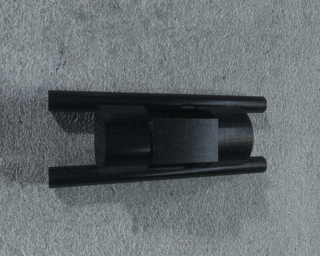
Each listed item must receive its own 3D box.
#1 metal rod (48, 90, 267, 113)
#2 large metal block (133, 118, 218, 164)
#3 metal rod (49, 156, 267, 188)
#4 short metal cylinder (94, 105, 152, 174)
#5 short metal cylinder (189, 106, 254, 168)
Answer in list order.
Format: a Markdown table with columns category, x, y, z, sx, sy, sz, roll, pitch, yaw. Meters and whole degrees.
| category | x | y | z | sx | sy | sz | roll | pitch | yaw |
| --- | --- | --- | --- | --- | --- | --- | --- | --- | --- |
| metal rod | 0.011 | -0.033 | 0.414 | 0.303 | 0.025 | 0.025 | -1 | 91 | -20 |
| large metal block | 0.016 | 0.014 | 0.384 | 0.081 | 0.080 | 0.050 | 0 | 90 | -20 |
| metal rod | 0.012 | 0.056 | 0.415 | 0.303 | 0.025 | 0.025 | -1 | 91 | -20 |
| short metal cylinder | -0.046 | 0.013 | 0.363 | 0.050 | 0.080 | 0.079 | -1 | 91 | -20 |
| short metal cylinder | 0.078 | 0.012 | 0.409 | 0.050 | 0.080 | 0.079 | -1 | 91 | -20 |
